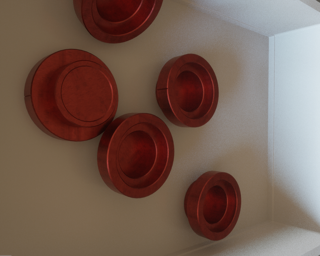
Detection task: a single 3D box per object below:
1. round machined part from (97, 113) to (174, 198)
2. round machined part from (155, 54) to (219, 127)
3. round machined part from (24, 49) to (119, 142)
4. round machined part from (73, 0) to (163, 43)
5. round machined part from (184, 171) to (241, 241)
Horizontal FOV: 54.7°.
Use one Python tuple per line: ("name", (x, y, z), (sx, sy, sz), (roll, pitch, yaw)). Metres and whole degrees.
("round machined part", (-0.032, 0.031, 0.368), (0.099, 0.042, 0.097), (-3, 95, -42))
("round machined part", (0.033, -0.050, 0.425), (0.099, 0.042, 0.097), (0, 90, -40))
("round machined part", (-0.085, -0.034, 0.326), (0.099, 0.042, 0.097), (0, 90, -40))
("round machined part", (-0.047, -0.145, 0.335), (0.099, 0.042, 0.098), (-28, 150, -18))
("round machined part", (0.074, 0.112, 0.461), (0.099, 0.042, 0.097), (0, 90, -40))
